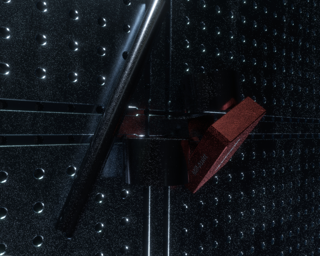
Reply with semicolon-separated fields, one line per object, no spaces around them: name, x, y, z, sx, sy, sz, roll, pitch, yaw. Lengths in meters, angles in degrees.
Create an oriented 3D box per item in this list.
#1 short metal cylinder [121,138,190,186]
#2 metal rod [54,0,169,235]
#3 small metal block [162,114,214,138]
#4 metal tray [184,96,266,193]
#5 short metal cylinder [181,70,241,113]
short metal cylinder;-0.005;0.038;0.369;0.081;0.080;0.050;2;89;-40
metal rod;-0.050;-0.027;0.367;0.025;0.025;0.299;32;70;-36
small metal block;0.039;-0.003;0.426;0.050;0.050;0.025;-12;98;-39
metal tray;0.081;0.026;0.418;0.030;0.129;0.091;43;53;17
short metal cylinder;0.071;-0.050;0.433;0.081;0.080;0.050;-10;97;-40
